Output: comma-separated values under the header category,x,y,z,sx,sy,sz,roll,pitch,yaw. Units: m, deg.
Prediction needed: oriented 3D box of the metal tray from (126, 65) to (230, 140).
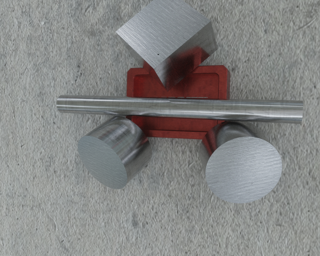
category,x,y,z,sx,sy,sz,roll,pitch,yaw
metal tray,0.022,-0.032,0.400,0.130,0.030,0.089,2,91,19

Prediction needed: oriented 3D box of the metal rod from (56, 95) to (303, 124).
category,x,y,z,sx,sy,sz,roll,pitch,yaw
metal rod,0.008,-0.025,0.376,0.301,0.025,0.025,3,91,19

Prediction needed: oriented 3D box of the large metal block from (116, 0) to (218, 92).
category,x,y,z,sx,sy,sz,roll,pitch,yaw
large metal block,0.009,-0.105,0.371,0.080,0.050,0.080,-41,60,-2

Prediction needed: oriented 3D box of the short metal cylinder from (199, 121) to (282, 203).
category,x,y,z,sx,sy,sz,roll,pitch,yaw
short metal cylinder,0.088,0.037,0.348,0.081,0.050,0.079,0,111,-1

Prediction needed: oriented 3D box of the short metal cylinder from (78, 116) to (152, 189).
category,x,y,z,sx,sy,sz,roll,pitch,yaw
short metal cylinder,-0.058,0.031,0.398,0.080,0.050,0.079,22,132,26
